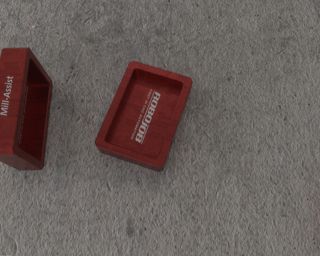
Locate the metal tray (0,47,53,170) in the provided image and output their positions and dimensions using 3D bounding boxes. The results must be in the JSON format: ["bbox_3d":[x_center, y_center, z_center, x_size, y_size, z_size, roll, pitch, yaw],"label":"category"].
[{"bbox_3d":[-0.167,-0.020,0.379,0.030,0.090,0.130,-1,70,0],"label":"metal tray"}]

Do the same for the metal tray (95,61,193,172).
[{"bbox_3d":[-0.019,-0.018,0.411,0.090,0.030,0.130,18,71,6],"label":"metal tray"}]
